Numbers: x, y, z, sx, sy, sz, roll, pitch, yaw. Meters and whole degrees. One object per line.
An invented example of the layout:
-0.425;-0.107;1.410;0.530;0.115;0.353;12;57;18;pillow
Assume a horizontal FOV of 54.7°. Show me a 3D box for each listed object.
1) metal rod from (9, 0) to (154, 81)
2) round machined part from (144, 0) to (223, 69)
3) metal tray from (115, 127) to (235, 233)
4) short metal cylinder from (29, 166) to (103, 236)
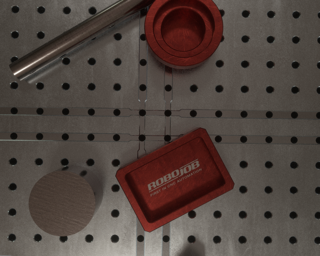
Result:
-0.062;-0.150;0.412;0.301;0.025;0.025;-31;90;-1;metal rod
0.030;-0.126;0.405;0.099;0.042;0.097;0;90;-1;round machined part
0.019;0.066;0.411;0.130;0.030;0.090;-28;90;-1;metal tray
-0.119;0.091;0.399;0.081;0.050;0.079;0;90;-1;short metal cylinder
